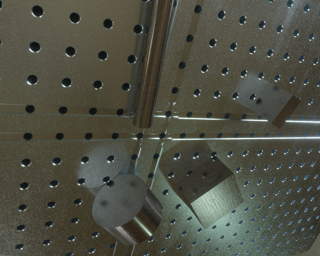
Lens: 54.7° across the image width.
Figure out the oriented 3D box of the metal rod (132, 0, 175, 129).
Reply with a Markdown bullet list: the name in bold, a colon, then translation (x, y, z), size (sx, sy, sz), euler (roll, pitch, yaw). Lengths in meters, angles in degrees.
- **metal rod**: translation (0.003, -0.136, 0.329), size (0.025, 0.025, 0.298), euler (-4, 120, -27)

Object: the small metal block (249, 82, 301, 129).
- **small metal block**: translation (0.174, -0.035, 0.471), size (0.025, 0.050, 0.050), euler (25, 105, -37)

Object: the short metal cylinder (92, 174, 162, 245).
- **short metal cylinder**: translation (-0.044, 0.110, 0.421), size (0.080, 0.080, 0.050), euler (-35, 129, -6)

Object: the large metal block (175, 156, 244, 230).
- **large metal block**: translation (0.083, 0.106, 0.508), size (0.080, 0.050, 0.080), euler (-33, 129, -7)
